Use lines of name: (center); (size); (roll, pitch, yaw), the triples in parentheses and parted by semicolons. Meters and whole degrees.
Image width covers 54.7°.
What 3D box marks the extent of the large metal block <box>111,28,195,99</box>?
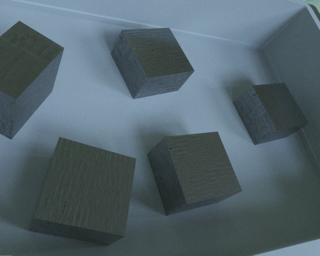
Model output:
large metal block: (-0.011, -0.094, 0.442); (0.081, 0.050, 0.080); (-15, 70, -35)

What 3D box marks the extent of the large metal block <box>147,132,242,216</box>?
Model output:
large metal block: (0.041, 0.054, 0.380); (0.081, 0.050, 0.080); (-5, 64, -31)

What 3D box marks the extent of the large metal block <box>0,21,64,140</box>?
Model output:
large metal block: (-0.149, -0.047, 0.319); (0.050, 0.080, 0.080); (31, 52, -9)

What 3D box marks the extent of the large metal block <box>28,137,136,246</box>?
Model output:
large metal block: (-0.075, 0.065, 0.310); (0.081, 0.050, 0.080); (18, 55, -18)

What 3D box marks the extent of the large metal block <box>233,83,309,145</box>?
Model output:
large metal block: (0.179, -0.024, 0.504); (0.081, 0.050, 0.080); (-9, 67, -32)
